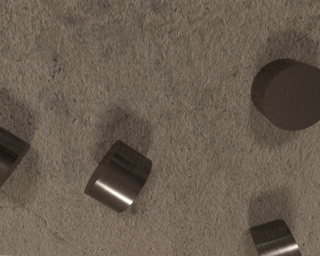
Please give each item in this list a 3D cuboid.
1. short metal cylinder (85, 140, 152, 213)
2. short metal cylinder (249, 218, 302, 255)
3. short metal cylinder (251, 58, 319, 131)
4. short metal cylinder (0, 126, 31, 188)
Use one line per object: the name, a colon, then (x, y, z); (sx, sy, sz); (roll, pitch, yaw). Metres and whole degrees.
short metal cylinder: (-0.054, 0.062, 0.403); (0.050, 0.080, 0.080); (35, 106, -12)
short metal cylinder: (0.169, 0.179, 0.449); (0.050, 0.080, 0.080); (-21, 109, 7)
short metal cylinder: (0.160, -0.042, 0.383); (0.081, 0.050, 0.079); (0, 110, -1)
short metal cylinder: (-0.211, 0.041, 0.393); (0.050, 0.080, 0.080); (36, 106, -13)
